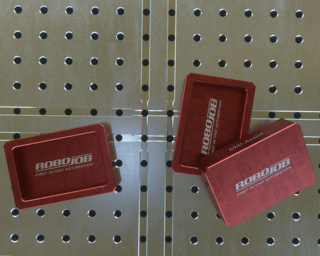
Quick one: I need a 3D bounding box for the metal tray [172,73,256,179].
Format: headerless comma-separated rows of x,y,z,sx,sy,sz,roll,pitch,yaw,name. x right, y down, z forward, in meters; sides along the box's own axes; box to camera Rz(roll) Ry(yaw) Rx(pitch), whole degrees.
0.069,-0.001,0.411,0.090,0.030,0.129,9,90,0,metal tray

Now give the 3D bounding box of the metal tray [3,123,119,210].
-0.128,0.049,0.410,0.131,0.030,0.090,-11,90,0,metal tray

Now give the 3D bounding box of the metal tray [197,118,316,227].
0.123,0.055,0.392,0.131,0.030,0.090,-26,108,-6,metal tray
